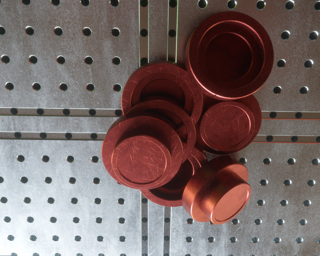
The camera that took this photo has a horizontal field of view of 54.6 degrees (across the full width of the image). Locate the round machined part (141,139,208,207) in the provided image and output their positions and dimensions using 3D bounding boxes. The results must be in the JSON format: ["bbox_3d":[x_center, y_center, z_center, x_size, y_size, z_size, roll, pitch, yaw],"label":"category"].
[{"bbox_3d":[0.017,0.055,0.425,0.099,0.042,0.097,0,110,0],"label":"round machined part"}]

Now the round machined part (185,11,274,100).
[{"bbox_3d":[0.077,-0.081,0.363,0.099,0.042,0.097,0,89,-7],"label":"round machined part"}]

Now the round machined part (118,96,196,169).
[{"bbox_3d":[-0.004,0.005,0.406,0.099,0.042,0.097,0,110,0],"label":"round machined part"}]

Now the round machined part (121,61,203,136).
[{"bbox_3d":[0.003,-0.036,0.391,0.099,0.042,0.097,0,110,0],"label":"round machined part"}]

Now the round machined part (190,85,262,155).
[{"bbox_3d":[0.083,-0.008,0.401,0.099,0.042,0.097,0,110,0],"label":"round machined part"}]

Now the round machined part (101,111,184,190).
[{"bbox_3d":[-0.021,0.032,0.371,0.099,0.042,0.097,0,110,0],"label":"round machined part"}]

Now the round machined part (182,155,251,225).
[{"bbox_3d":[0.081,0.088,0.411,0.099,0.042,0.097,-20,130,-26],"label":"round machined part"}]
